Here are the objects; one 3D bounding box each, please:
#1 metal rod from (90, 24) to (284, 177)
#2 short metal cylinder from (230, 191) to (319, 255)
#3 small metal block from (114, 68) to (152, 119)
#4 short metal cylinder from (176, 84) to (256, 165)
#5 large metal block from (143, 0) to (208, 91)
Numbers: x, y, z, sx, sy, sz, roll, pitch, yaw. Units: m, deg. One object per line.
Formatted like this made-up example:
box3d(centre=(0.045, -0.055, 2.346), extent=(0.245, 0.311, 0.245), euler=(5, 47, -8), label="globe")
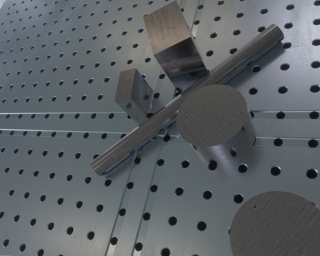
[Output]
box3d(centre=(0.034, -0.035, 0.411), extent=(0.300, 0.025, 0.025), euler=(-37, 51, 3), label="metal rod")
box3d(centre=(0.108, 0.102, 0.273), extent=(0.080, 0.050, 0.080), euler=(-13, 56, 21), label="short metal cylinder")
box3d(centre=(-0.037, -0.048, 0.441), extent=(0.025, 0.050, 0.050), euler=(-8, 58, 24), label="small metal block")
box3d(centre=(0.066, -0.004, 0.360), extent=(0.080, 0.050, 0.080), euler=(-13, 56, 21), label="short metal cylinder")
box3d(centre=(0.023, -0.112, 0.430), extent=(0.050, 0.080, 0.080), euler=(-24, 53, 14), label="large metal block")
